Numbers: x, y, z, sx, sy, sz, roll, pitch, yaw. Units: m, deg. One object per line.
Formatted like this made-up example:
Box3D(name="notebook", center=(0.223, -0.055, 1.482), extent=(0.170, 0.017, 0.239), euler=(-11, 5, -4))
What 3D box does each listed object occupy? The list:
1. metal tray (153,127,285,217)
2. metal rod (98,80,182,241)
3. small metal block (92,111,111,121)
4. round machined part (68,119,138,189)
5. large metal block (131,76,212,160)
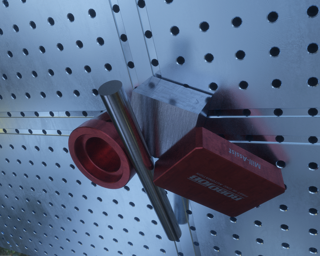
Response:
Box3D(name="metal tray", center=(0.069, 0.058, 0.370), extent=(0.131, 0.030, 0.090), euler=(27, 133, -21))
Box3D(name="metal rod", center=(-0.013, 0.066, 0.403), extent=(0.025, 0.025, 0.299), euler=(6, 137, 25))
Box3D(name="small metal block", center=(-0.072, 0.000, 0.445), extent=(0.050, 0.025, 0.050), euler=(-24, 106, 36))
Box3D(name="round machined part", center=(-0.071, 0.031, 0.417), extent=(0.098, 0.042, 0.097), euler=(15, 126, 22))
Box3D(name="large metal block", center=(0.010, -0.008, 0.381), extent=(0.080, 0.050, 0.079), euler=(21, 126, 15))
